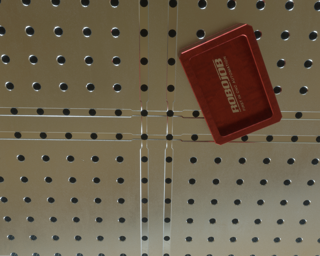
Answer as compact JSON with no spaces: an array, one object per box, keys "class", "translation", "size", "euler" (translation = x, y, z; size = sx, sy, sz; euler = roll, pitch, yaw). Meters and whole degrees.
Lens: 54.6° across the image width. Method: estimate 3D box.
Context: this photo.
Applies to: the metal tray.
[{"class":"metal tray","translation":[0.089,-0.053,0.391],"size":[0.090,0.030,0.130],"euler":[-23,109,8]}]
